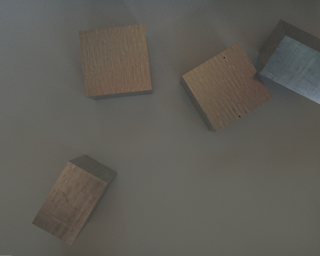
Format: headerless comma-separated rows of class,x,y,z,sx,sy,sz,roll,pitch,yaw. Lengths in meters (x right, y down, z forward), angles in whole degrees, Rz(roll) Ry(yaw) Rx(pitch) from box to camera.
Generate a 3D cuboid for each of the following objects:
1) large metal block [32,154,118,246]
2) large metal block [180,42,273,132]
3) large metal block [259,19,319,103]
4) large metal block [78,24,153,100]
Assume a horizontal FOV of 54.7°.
large metal block,-0.100,0.083,0.383,0.050,0.080,0.080,30,90,0
large metal block,0.082,-0.050,0.399,0.080,0.050,0.080,-31,90,0
large metal block,0.171,-0.083,0.378,0.080,0.080,0.050,27,124,0
large metal block,-0.054,-0.082,0.398,0.080,0.050,0.080,-6,90,0
